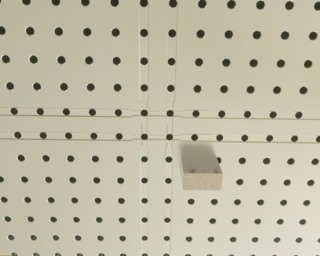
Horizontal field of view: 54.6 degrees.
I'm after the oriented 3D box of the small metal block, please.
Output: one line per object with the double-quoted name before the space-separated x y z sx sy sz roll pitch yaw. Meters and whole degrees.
"small metal block" 0.055 0.061 0.423 0.050 0.050 0.025 1 110 -1
